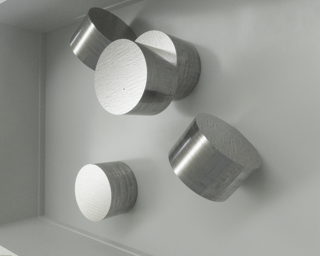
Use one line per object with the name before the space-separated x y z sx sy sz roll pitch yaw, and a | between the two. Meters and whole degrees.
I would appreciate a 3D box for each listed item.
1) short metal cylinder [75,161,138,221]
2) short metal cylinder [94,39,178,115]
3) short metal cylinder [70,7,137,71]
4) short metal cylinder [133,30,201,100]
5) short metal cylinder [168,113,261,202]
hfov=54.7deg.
short metal cylinder | -0.079 0.090 0.453 0.080 0.050 0.079 0 90 39
short metal cylinder | -0.028 -0.054 0.346 0.080 0.050 0.079 0 90 39
short metal cylinder | -0.076 -0.120 0.431 0.050 0.081 0.080 -44 64 31
short metal cylinder | 0.004 -0.075 0.386 0.080 0.050 0.079 0 90 39
short metal cylinder | 0.056 0.029 0.323 0.080 0.081 0.050 50 119 28
